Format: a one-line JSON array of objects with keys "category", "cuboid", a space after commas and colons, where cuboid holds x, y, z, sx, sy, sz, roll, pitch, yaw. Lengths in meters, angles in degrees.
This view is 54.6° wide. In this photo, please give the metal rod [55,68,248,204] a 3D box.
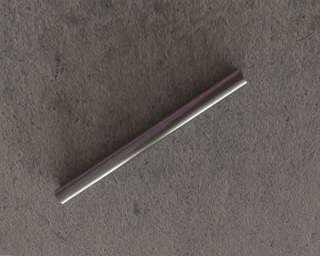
[{"category": "metal rod", "cuboid": [-0.020, 0.016, 0.417, 0.300, 0.025, 0.025, -34, 107, 11]}]
